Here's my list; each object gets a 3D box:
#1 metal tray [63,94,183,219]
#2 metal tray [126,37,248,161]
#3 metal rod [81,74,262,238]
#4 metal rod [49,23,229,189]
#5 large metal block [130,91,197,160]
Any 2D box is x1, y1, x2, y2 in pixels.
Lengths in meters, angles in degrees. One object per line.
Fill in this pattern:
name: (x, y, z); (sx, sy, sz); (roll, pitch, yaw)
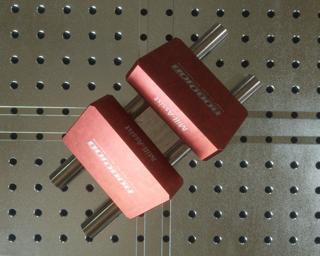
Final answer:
metal tray: (-0.046, 0.037, 0.359); (0.130, 0.030, 0.090); (50, 133, -1)
metal tray: (0.035, -0.037, 0.359); (0.130, 0.030, 0.090); (47, 46, 0)
metal rod: (0.016, 0.037, 0.414); (0.300, 0.025, 0.025); (-42, 91, -1)
metal rod: (-0.027, -0.030, 0.413); (0.300, 0.025, 0.025); (-43, 91, -1)
large metal block: (0.001, -0.002, 0.385); (0.080, 0.080, 0.050); (-42, 91, 0)
